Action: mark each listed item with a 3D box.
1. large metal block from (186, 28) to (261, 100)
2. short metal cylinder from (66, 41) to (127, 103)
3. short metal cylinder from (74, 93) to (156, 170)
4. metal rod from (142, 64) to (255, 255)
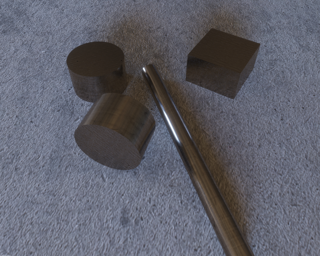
[{"bbox_3d":[0.095,-0.100,0.472,0.080,0.050,0.080,25,54,19],"label":"large metal block"},{"bbox_3d":[-0.091,-0.083,0.455,0.081,0.050,0.080,0,50,0],"label":"short metal cylinder"},{"bbox_3d":[-0.051,0.005,0.362,0.080,0.080,0.050,14,52,11],"label":"short metal cylinder"},{"bbox_3d":[0.032,0.021,0.385,0.025,0.025,0.299,-14,52,-12],"label":"metal rod"}]
